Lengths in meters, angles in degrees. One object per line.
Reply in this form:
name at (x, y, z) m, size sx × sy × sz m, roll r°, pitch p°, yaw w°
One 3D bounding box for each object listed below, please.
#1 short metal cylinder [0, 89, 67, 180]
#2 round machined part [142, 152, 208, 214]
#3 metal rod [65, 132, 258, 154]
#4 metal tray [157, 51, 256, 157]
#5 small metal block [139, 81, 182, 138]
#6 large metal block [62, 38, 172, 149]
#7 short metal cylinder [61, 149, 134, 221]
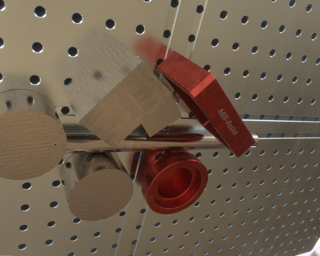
short metal cylinder at (-0.142, 0.007, 0.320) m, size 0.081 × 0.050 × 0.079 m, roll -14°, pitch 124°, yaw -21°
round machined part at (0.018, 0.076, 0.457) m, size 0.099 × 0.042 × 0.097 m, roll -14°, pitch 124°, yaw -21°
metal rod at (0.019, 0.019, 0.433) m, size 0.303 × 0.025 × 0.025 m, roll 1°, pitch 118°, yaw -29°
metal tray at (0.058, -0.028, 0.383) m, size 0.030 × 0.090 × 0.130 m, roll -43°, pitch 129°, yaw 1°
small metal block at (-0.007, -0.024, 0.392) m, size 0.050 × 0.025 × 0.050 m, roll -34°, pitch 129°, yaw -6°
large metal block at (-0.048, -0.039, 0.325) m, size 0.080 × 0.080 × 0.050 m, roll -44°, pitch 130°, yaw 2°
short metal cylinder at (-0.080, 0.070, 0.394) m, size 0.081 × 0.050 × 0.079 m, roll -14°, pitch 124°, yaw -21°
